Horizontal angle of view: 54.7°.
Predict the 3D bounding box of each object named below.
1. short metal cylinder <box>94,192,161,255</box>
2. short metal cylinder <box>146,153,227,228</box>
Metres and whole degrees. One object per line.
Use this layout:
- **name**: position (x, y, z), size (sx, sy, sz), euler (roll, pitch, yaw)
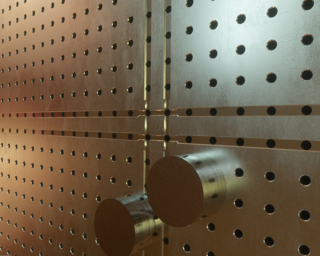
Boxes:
- **short metal cylinder**: position (-0.045, 0.133, 0.428), size (0.080, 0.050, 0.079), euler (0, 90, 39)
- **short metal cylinder**: position (0.031, 0.071, 0.366), size (0.080, 0.050, 0.079), euler (0, 90, 39)
